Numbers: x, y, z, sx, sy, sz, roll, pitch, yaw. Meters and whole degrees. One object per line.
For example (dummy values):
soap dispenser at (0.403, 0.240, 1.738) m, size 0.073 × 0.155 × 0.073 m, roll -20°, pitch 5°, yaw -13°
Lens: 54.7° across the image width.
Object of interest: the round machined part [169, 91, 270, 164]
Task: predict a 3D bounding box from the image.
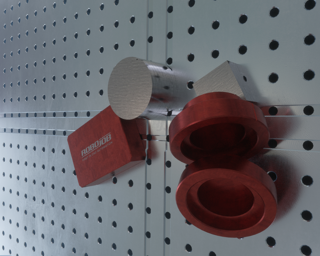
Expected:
round machined part at (0.058, 0.000, 0.320) m, size 0.098 × 0.098 × 0.042 m, roll -32°, pitch 46°, yaw 35°

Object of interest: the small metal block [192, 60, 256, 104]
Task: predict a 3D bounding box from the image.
small metal block at (0.072, -0.040, 0.350) m, size 0.050 × 0.025 × 0.050 m, roll -33°, pitch 70°, yaw 35°

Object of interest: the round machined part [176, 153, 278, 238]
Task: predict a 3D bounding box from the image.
round machined part at (0.069, 0.065, 0.321) m, size 0.098 × 0.042 × 0.097 m, roll 9°, pitch 127°, yaw 12°

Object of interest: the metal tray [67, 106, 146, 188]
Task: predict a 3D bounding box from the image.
metal tray at (-0.087, 0.029, 0.478) m, size 0.130 × 0.030 × 0.090 m, roll -30°, pitch 71°, yaw 35°

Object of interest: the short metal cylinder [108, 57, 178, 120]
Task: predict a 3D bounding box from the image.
short metal cylinder at (-0.024, -0.051, 0.413) m, size 0.080 × 0.050 × 0.079 m, roll 0°, pitch 90°, yaw 40°
